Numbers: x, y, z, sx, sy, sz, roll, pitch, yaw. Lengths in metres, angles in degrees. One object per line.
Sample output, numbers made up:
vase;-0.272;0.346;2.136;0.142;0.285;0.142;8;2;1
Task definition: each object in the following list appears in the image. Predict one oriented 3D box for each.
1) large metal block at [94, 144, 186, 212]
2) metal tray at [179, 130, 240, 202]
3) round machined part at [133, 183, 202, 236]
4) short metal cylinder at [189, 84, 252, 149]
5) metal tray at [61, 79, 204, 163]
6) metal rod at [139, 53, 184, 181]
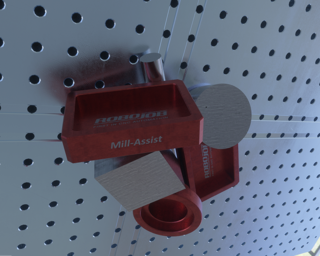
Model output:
large metal block;-0.024;0.050;0.384;0.080;0.050;0.080;-25;130;9
metal tray;0.075;0.051;0.476;0.091;0.030;0.129;-23;127;-15
round machined part;0.012;0.112;0.454;0.099;0.042;0.097;4;128;5
short metal cylinder;0.069;-0.016;0.399;0.081;0.050;0.079;-1;95;-17
metal tray;-0.030;-0.012;0.322;0.131;0.090;0.030;-8;125;-8
metal rod;0.015;0.038;0.438;0.025;0.025;0.298;-23;127;-15
